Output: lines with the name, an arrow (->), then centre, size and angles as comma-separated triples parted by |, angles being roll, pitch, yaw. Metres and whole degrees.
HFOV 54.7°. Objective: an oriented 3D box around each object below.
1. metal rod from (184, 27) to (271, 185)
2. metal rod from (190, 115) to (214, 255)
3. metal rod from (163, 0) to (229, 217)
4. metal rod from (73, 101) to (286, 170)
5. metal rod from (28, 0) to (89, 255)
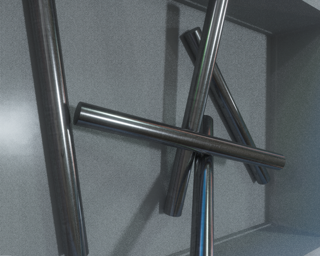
metal rod -> 0.117, -0.022, 0.504 | 0.025, 0.025, 0.299 | -46, 118, -30
metal rod -> 0.050, 0.096, 0.361 | 0.025, 0.025, 0.300 | 45, 36, -31
metal rod -> 0.047, -0.029, 0.405 | 0.025, 0.025, 0.298 | 6, 98, -40
metal rod -> 0.045, 0.018, 0.385 | 0.302, 0.025, 0.025 | 14, 81, -28
metal rod -> -0.105, -0.012, 0.318 | 0.025, 0.025, 0.298 | -11, 97, -40
